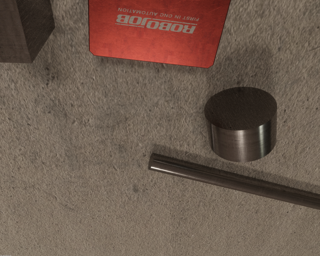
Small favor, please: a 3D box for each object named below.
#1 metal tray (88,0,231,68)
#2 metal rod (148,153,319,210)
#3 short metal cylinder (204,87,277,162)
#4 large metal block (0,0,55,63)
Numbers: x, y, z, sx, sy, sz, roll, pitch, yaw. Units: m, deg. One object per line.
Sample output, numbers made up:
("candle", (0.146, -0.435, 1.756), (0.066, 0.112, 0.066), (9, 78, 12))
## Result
("metal tray", (-0.003, -0.112, 0.308), (0.131, 0.030, 0.089), (5, 130, -5))
("metal rod", (0.129, 0.087, 0.482), (0.302, 0.025, 0.025), (15, 128, -13))
("short metal cylinder", (0.096, -0.006, 0.368), (0.080, 0.080, 0.050), (-10, 130, 8))
("large metal block", (-0.135, -0.113, 0.273), (0.050, 0.080, 0.079), (1, 130, -2))
